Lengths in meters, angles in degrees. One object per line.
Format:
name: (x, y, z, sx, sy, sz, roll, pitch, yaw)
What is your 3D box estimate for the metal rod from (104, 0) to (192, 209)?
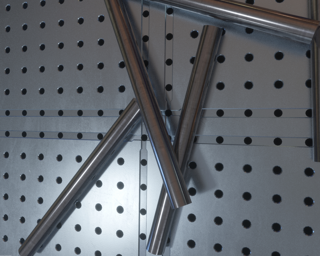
metal rod: (-0.020, -0.045, 0.402, 0.025, 0.025, 0.299, -23, 77, 18)

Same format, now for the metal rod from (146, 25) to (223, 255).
metal rod: (0.030, 0.019, 0.401, 0.025, 0.025, 0.298, 16, 95, 19)

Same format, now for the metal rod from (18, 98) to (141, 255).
metal rod: (-0.118, 0.080, 0.452, 0.025, 0.025, 0.299, 42, 103, 15)

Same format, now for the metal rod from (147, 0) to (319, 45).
metal rod: (0.039, -0.159, 0.387, 0.301, 0.025, 0.025, 24, 98, 22)

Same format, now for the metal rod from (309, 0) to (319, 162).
metal rod: (0.183, -0.112, 0.348, 0.025, 0.025, 0.298, -1, 90, 19)
